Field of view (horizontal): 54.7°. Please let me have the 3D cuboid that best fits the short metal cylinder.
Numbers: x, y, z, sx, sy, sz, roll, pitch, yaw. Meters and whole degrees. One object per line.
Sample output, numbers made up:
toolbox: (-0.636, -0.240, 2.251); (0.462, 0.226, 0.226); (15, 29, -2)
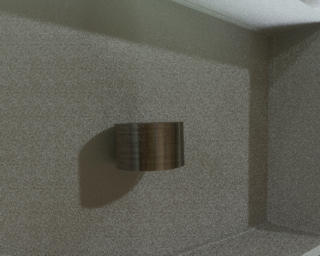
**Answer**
short metal cylinder: (-0.012, 0.019, 0.363); (0.081, 0.080, 0.050); (-3, 93, -40)
